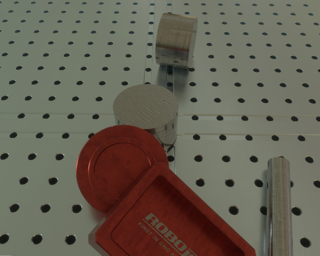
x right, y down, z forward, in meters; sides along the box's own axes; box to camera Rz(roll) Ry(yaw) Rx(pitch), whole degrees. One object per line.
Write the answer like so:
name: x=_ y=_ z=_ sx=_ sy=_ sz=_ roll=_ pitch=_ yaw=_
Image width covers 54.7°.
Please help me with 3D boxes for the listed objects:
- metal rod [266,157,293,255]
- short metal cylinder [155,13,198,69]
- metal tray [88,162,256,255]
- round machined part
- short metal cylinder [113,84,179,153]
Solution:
metal rod: x=0.108 y=0.154 z=0.278 sx=0.025 sy=0.025 sz=0.300 roll=10 pitch=51 yaw=8
short metal cylinder: x=0.027 y=-0.136 z=0.486 sx=0.050 sy=0.080 sz=0.080 roll=10 pitch=51 yaw=9
metal tray: x=0.014 y=0.106 z=0.277 sx=0.130 sy=0.030 sz=0.090 roll=44 pitch=58 yaw=-3
round machined part: x=-0.039 y=0.045 z=0.329 sx=0.099 sy=0.042 sz=0.097 roll=1 pitch=83 yaw=-6
short metal cylinder: x=-0.017 y=-0.012 z=0.399 sx=0.080 sy=0.050 sz=0.080 roll=0 pitch=48 yaw=0
